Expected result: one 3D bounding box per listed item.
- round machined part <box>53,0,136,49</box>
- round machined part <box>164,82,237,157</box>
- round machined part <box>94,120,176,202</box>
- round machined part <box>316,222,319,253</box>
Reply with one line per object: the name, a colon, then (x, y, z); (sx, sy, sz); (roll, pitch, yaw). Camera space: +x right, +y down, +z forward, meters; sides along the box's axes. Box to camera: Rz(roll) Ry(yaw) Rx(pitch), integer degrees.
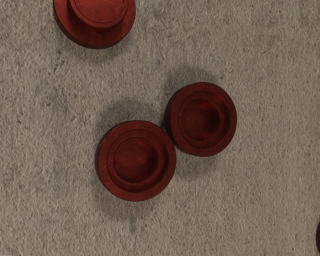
round machined part: (-0.076, -0.148, 0.372); (0.099, 0.042, 0.097); (0, 90, -21)
round machined part: (0.051, -0.011, 0.420); (0.099, 0.042, 0.097); (0, 90, -21)
round machined part: (-0.033, 0.039, 0.389); (0.099, 0.042, 0.097); (0, 90, -21)
round machined part: (0.316, 0.186, 0.520); (0.099, 0.042, 0.097); (0, 90, -21)
